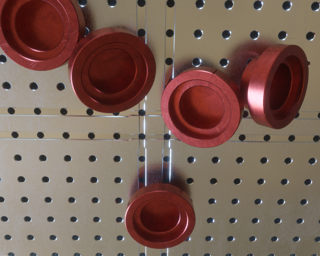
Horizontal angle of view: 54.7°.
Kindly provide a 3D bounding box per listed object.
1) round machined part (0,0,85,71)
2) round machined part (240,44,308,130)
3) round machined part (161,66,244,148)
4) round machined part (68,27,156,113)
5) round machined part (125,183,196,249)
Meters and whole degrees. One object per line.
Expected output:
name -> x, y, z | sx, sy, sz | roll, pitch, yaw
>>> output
round machined part -> -0.134, -0.117, 0.356 | 0.099, 0.042, 0.097 | 1, 108, 4
round machined part -> 0.133, -0.050, 0.370 | 0.099, 0.042, 0.097 | -15, 114, -38
round machined part -> 0.054, -0.028, 0.382 | 0.098, 0.042, 0.097 | 10, 117, 21
round machined part -> -0.058, -0.070, 0.365 | 0.099, 0.042, 0.097 | -13, 126, -19
round machined part -> 0.000, 0.122, 0.450 | 0.099, 0.042, 0.097 | 0, 110, -1
